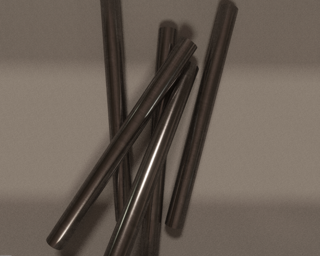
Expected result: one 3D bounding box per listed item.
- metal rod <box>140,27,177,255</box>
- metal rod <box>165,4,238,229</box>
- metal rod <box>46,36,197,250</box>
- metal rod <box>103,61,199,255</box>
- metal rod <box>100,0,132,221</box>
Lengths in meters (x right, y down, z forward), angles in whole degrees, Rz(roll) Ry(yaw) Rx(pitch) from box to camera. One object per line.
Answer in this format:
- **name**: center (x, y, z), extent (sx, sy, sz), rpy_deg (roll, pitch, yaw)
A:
- **metal rod**: center (-0.002, 0.018, 0.411), extent (0.025, 0.025, 0.298), rpy_deg (5, 90, -1)
- **metal rod**: center (0.055, -0.015, 0.412), extent (0.025, 0.025, 0.298), rpy_deg (14, 90, -1)
- **metal rod**: center (-0.047, 0.018, 0.384), extent (0.025, 0.025, 0.299), rpy_deg (34, 90, -1)
- **metal rod**: center (-0.011, 0.046, 0.354), extent (0.025, 0.025, 0.300), rpy_deg (22, 66, 0)
- **metal rod**: center (-0.057, -0.027, 0.410), extent (0.025, 0.025, 0.298), rpy_deg (-4, 90, -1)
